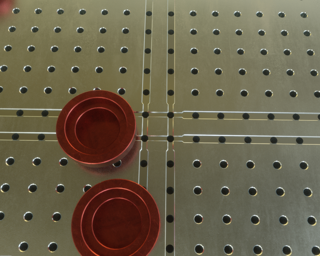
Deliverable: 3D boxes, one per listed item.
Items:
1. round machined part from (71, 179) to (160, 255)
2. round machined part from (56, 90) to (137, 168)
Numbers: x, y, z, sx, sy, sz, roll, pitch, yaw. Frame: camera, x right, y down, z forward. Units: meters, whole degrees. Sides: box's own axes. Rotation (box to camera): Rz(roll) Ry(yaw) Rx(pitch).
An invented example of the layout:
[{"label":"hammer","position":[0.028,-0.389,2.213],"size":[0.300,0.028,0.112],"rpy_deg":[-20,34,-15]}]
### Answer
[{"label":"round machined part","position":[-0.049,0.111,0.362],"size":[0.099,0.042,0.098],"rpy_deg":[0,70,0]},{"label":"round machined part","position":[-0.079,0.004,0.401],"size":[0.099,0.042,0.098],"rpy_deg":[0,70,0]}]
